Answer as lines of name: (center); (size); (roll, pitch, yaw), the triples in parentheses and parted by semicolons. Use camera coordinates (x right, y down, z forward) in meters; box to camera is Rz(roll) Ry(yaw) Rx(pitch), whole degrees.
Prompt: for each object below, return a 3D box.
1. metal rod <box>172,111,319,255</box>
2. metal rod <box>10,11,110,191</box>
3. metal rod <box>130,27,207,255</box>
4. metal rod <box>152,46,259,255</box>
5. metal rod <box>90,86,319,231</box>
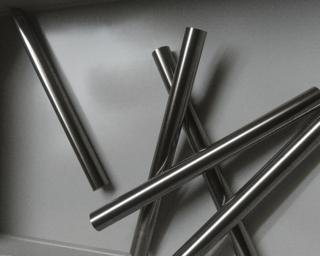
metal rod: (0.116, 0.062, 0.349); (0.300, 0.025, 0.025); (-46, 76, 6)
metal rod: (-0.153, -0.046, 0.462); (0.025, 0.025, 0.299); (-31, 80, 17)
metal rod: (0.007, 0.029, 0.387); (0.025, 0.025, 0.298); (18, 103, 18)
metal rod: (0.057, 0.035, 0.389); (0.025, 0.025, 0.299); (-25, 82, 18)
metal rod: (0.050, 0.040, 0.364); (0.301, 0.025, 0.025); (-30, 80, 6)
